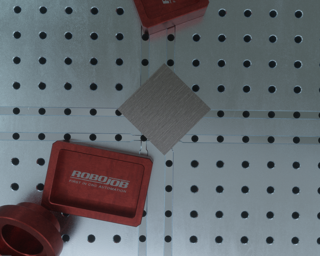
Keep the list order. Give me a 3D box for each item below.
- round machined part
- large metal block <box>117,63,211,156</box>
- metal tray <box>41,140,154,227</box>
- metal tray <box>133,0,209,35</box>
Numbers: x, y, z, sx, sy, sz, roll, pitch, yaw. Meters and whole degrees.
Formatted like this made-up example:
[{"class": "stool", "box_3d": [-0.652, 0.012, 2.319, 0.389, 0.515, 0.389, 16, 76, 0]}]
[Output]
[{"class": "round machined part", "box_3d": [-0.167, 0.132, 0.389, 0.098, 0.042, 0.097, 6, 121, 11]}, {"class": "large metal block", "box_3d": [0.005, -0.023, 0.401, 0.080, 0.050, 0.080, 45, 90, 0]}, {"class": "metal tray", "box_3d": [-0.081, 0.071, 0.410, 0.131, 0.030, 0.089, 11, 90, 0]}, {"class": "metal tray", "box_3d": [0.000, -0.202, 0.410, 0.090, 0.030, 0.129, -20, 90, 0]}]
